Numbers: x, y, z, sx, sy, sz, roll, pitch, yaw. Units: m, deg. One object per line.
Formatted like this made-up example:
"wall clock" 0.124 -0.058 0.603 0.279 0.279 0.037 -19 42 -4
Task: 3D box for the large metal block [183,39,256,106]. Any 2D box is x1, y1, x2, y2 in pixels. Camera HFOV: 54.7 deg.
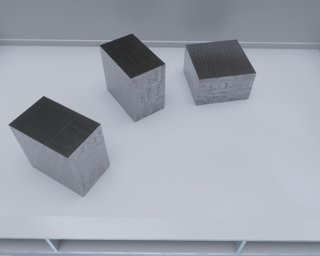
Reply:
"large metal block" 0.084 -0.084 0.460 0.081 0.050 0.080 -8 51 -7

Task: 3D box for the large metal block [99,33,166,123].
"large metal block" -0.037 -0.069 0.427 0.050 0.080 0.080 -28 56 -21

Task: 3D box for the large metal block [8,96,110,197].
"large metal block" -0.109 0.022 0.350 0.080 0.080 0.050 25 54 19
